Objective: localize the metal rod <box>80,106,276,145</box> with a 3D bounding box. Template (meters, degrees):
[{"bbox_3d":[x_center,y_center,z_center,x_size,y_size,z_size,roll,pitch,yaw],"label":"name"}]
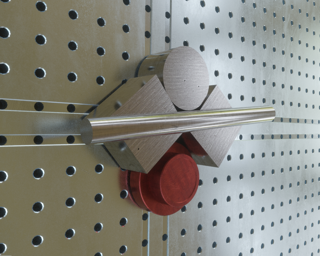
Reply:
[{"bbox_3d":[0.049,-0.009,0.378,0.302,0.025,0.025,-6,94,-39],"label":"metal rod"}]

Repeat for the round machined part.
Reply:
[{"bbox_3d":[0.013,0.066,0.405,0.099,0.042,0.097,0,90,-40],"label":"round machined part"}]

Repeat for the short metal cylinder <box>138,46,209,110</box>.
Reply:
[{"bbox_3d":[0.018,-0.062,0.403,0.081,0.050,0.079,0,90,-40],"label":"short metal cylinder"}]

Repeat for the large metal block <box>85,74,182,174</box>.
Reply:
[{"bbox_3d":[-0.026,-0.006,0.366,0.080,0.050,0.080,-47,120,-30],"label":"large metal block"}]

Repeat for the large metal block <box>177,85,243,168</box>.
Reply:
[{"bbox_3d":[0.062,-0.003,0.437,0.080,0.050,0.080,50,62,-29],"label":"large metal block"}]
